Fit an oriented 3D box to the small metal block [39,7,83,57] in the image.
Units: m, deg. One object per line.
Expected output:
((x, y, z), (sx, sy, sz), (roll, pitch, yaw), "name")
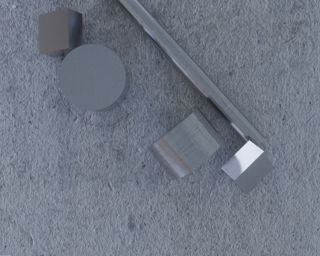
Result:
((-0.128, -0.121, 0.398), (0.050, 0.025, 0.050), (-1, 90, 27), "small metal block")

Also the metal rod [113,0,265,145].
((0.028, -0.090, 0.410), (0.025, 0.025, 0.300), (-43, 91, 0), "metal rod")

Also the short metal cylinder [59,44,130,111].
((-0.082, -0.061, 0.396), (0.081, 0.050, 0.079), (0, 90, -1), "short metal cylinder")

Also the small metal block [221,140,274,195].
((0.113, 0.051, 0.398), (0.050, 0.050, 0.025), (-45, 46, 0), "small metal block")

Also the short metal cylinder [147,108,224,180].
((0.031, 0.019, 0.383), (0.080, 0.080, 0.050), (-39, 90, 0), "short metal cylinder")
